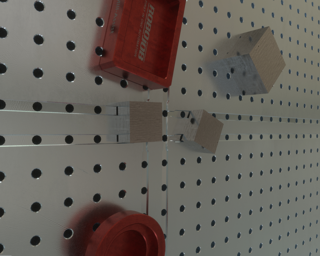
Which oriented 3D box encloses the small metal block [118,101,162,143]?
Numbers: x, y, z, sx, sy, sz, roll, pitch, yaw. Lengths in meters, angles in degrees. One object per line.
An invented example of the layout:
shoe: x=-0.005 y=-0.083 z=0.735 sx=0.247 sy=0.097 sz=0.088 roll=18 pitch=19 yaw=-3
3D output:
small metal block: x=-0.024 y=-0.007 z=0.391 sx=0.050 sy=0.025 sz=0.050 roll=-1 pitch=91 yaw=-40

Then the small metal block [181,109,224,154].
small metal block: x=0.065 y=0.006 z=0.466 sx=0.050 sy=0.025 sz=0.050 roll=31 pitch=71 yaw=-36

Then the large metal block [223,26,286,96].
large metal block: x=0.165 y=-0.114 z=0.534 sx=0.080 sy=0.050 sz=0.080 roll=-51 pitch=120 yaw=-28

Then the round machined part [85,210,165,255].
round machined part: x=-0.044 y=0.146 z=0.363 sx=0.099 sy=0.042 sz=0.097 roll=0 pitch=90 yaw=-40

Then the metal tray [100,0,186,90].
metal tray: x=-0.018 y=-0.123 z=0.392 sx=0.091 sy=0.030 sz=0.129 roll=17 pitch=79 yaw=-39
